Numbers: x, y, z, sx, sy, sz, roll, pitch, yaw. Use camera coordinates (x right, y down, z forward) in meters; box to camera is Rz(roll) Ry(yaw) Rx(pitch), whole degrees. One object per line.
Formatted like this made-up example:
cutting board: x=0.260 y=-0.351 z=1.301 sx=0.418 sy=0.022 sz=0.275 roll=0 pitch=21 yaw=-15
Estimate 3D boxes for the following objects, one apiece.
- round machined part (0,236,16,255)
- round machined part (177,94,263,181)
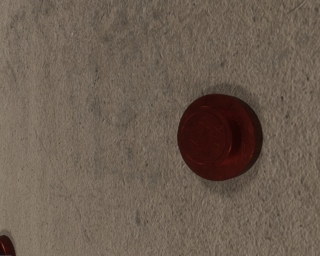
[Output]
round machined part: x=-0.364 y=0.294 z=0.690 sx=0.098 sy=0.042 sz=0.097 roll=0 pitch=90 yaw=39
round machined part: x=0.058 y=0.010 z=0.344 sx=0.098 sy=0.042 sz=0.097 roll=0 pitch=90 yaw=39
